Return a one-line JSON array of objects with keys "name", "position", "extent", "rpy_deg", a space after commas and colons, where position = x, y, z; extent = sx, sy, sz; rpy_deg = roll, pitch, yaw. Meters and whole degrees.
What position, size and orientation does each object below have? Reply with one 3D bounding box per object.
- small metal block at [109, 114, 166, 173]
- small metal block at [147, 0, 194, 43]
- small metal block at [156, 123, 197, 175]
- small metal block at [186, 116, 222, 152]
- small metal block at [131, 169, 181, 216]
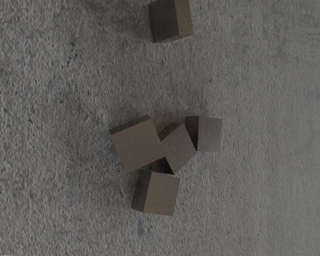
[{"name": "small metal block", "position": [-0.027, 0.018, 0.368], "extent": [0.050, 0.025, 0.050], "rpy_deg": [-23, 107, -6]}, {"name": "small metal block", "position": [0.013, -0.140, 0.399], "extent": [0.025, 0.050, 0.050], "rpy_deg": [-16, 100, -39]}, {"name": "small metal block", "position": [0.017, 0.027, 0.419], "extent": [0.050, 0.025, 0.050], "rpy_deg": [-39, 114, -33]}, {"name": "small metal block", "position": [0.065, 0.009, 0.459], "extent": [0.050, 0.025, 0.050], "rpy_deg": [5, 87, -40]}, {"name": "small metal block", "position": [-0.004, 0.084, 0.401], "extent": [0.050, 0.025, 0.050], "rpy_deg": [20, 77, -38]}]
